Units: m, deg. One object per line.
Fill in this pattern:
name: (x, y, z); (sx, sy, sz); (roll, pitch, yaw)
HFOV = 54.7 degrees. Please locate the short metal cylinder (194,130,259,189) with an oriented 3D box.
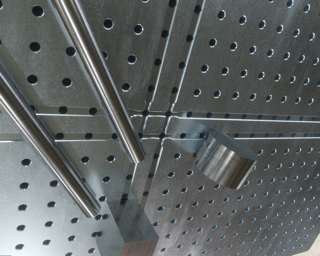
short metal cylinder: (0.097, 0.046, 0.459); (0.081, 0.080, 0.050); (16, 110, -35)

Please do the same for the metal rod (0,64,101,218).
metal rod: (-0.138, 0.005, 0.339); (0.025, 0.025, 0.299); (-30, 129, -10)

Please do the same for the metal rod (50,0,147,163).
metal rod: (-0.071, -0.072, 0.328); (0.025, 0.025, 0.299); (-29, 129, -11)

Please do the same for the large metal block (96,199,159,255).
large metal block: (-0.051, 0.162, 0.450); (0.050, 0.080, 0.079); (3, 117, -30)
